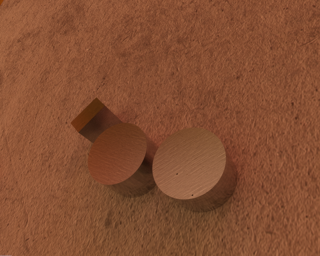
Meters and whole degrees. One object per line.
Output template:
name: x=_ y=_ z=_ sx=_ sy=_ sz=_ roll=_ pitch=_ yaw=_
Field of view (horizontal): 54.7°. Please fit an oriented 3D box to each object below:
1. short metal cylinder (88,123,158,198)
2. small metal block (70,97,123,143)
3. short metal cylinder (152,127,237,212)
short metal cylinder: x=-0.041 y=0.040 z=0.385 sx=0.080 sy=0.050 sz=0.080 roll=-13 pitch=56 yaw=21
small metal block: x=-0.088 y=-0.007 z=0.438 sx=0.050 sy=0.050 sz=0.025 roll=-46 pitch=51 yaw=-4
short metal cylinder: x=0.039 y=0.046 z=0.339 sx=0.080 sy=0.050 sz=0.080 roll=-13 pitch=56 yaw=21
